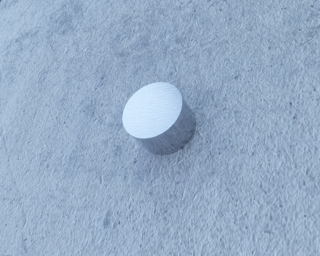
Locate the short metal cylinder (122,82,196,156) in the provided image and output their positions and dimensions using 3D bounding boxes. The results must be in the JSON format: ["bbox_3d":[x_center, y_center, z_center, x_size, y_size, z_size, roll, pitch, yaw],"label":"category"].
[{"bbox_3d":[0.000,-0.011,0.395,0.080,0.050,0.080,-13,56,20],"label":"short metal cylinder"}]
